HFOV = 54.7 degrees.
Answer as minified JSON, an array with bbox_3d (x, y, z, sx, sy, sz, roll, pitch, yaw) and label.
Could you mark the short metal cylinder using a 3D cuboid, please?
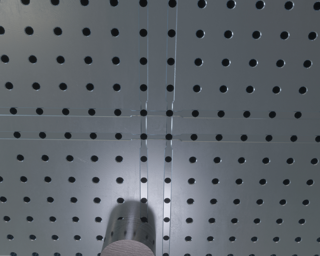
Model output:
[{"bbox_3d":[-0.046,0.184,0.467,0.081,0.050,0.079,0,110,0],"label":"short metal cylinder"}]
